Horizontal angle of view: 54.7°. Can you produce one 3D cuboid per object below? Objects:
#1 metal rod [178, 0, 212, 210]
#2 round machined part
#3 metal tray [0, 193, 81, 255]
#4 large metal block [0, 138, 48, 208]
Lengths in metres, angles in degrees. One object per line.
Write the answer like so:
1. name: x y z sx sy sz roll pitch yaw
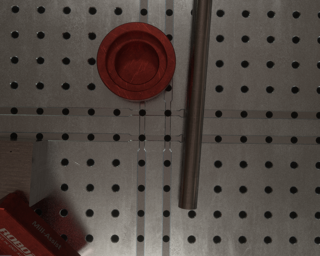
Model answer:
1. metal rod: 0.048 -0.043 0.413 0.025 0.025 0.298 4 90 -1
2. round machined part: -0.029 -0.083 0.404 0.099 0.042 0.097 0 90 -1
3. metal tray: -0.172 0.152 0.380 0.090 0.030 0.130 -33 108 13
4. large metal block: -0.196 0.054 0.398 0.081 0.050 0.079 4 90 -1
